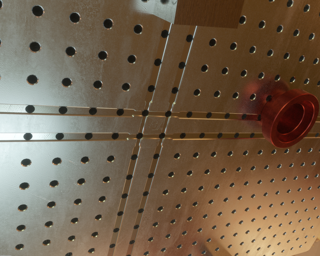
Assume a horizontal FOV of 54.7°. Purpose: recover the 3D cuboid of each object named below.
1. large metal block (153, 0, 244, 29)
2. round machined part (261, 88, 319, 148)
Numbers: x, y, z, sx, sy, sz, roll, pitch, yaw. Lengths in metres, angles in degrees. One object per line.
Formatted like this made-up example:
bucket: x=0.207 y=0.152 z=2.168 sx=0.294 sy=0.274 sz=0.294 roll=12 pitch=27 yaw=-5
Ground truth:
large metal block: x=0.045 y=-0.153 z=0.326 sx=0.081 sy=0.050 sz=0.079 roll=-6 pitch=121 yaw=-26
round machined part: x=0.204 y=-0.019 z=0.503 sx=0.099 sy=0.042 sz=0.097 roll=-14 pitch=125 yaw=-21
